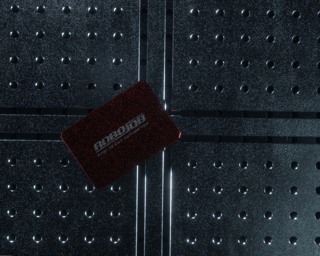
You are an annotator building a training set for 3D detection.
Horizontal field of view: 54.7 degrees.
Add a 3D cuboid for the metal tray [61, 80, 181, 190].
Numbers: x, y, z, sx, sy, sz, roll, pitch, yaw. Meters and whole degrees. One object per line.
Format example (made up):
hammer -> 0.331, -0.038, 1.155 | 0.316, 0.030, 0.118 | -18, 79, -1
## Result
metal tray -> -0.050, 0.009, 0.410 | 0.130, 0.030, 0.090 | -33, 90, -1
